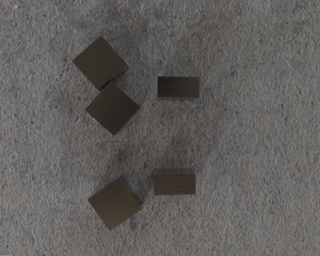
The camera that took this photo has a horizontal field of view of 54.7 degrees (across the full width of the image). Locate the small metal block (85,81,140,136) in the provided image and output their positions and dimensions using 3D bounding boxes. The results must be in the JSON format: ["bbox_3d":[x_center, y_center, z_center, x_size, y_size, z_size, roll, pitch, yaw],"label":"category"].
[{"bbox_3d":[-0.061,-0.025,0.409,0.050,0.025,0.050,42,90,0],"label":"small metal block"}]

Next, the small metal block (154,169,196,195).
[{"bbox_3d":[0.018,0.068,0.398,0.050,0.050,0.025,-1,90,0],"label":"small metal block"}]

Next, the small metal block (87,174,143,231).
[{"bbox_3d":[-0.058,0.098,0.409,0.050,0.025,0.050,-35,90,0],"label":"small metal block"}]

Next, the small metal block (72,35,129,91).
[{"bbox_3d":[-0.078,-0.084,0.409,0.050,0.025,0.050,-41,90,0],"label":"small metal block"}]

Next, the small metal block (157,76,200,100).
[{"bbox_3d":[0.022,-0.049,0.397,0.050,0.050,0.025,1,90,0],"label":"small metal block"}]
